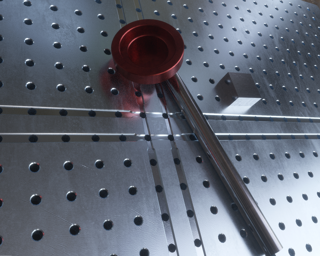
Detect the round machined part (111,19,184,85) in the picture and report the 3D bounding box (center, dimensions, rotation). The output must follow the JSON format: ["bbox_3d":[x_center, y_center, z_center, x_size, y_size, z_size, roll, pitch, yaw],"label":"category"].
[{"bbox_3d":[-0.016,-0.101,0.435,0.099,0.042,0.098,0,64,0],"label":"round machined part"}]

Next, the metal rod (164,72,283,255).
[{"bbox_3d":[0.074,0.029,0.430,0.025,0.025,0.299,-18,71,-35],"label":"metal rod"}]

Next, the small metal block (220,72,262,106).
[{"bbox_3d":[0.135,-0.065,0.520,0.050,0.025,0.050,-1,63,-29],"label":"small metal block"}]
